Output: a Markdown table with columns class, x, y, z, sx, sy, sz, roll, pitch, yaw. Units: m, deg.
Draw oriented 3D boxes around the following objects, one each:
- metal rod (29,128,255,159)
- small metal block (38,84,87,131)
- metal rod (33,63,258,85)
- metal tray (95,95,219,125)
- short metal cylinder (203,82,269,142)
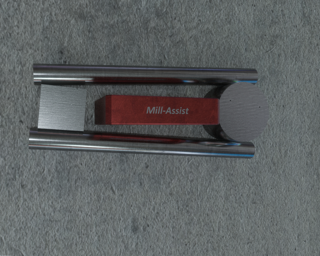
| class | x | y | z | sx | sy | sz | roll | pitch | yaw |
| --- | --- | --- | --- | --- | --- | --- | --- | --- | --- |
| metal rod | -0.008 | 0.023 | 0.407 | 0.302 | 0.025 | 0.025 | 4 | 89 | -20 |
| small metal block | -0.116 | -0.023 | 0.368 | 0.050 | 0.025 | 0.050 | 5 | 89 | -20 |
| metal rod | -0.004 | -0.069 | 0.409 | 0.303 | 0.025 | 0.025 | -3 | 91 | -20 |
| metal tray | -0.007 | -0.019 | 0.372 | 0.131 | 0.090 | 0.030 | 0 | 90 | -20 |
| short metal cylinder | 0.103 | -0.022 | 0.434 | 0.081 | 0.050 | 0.079 | 0 | 90 | -20 |
